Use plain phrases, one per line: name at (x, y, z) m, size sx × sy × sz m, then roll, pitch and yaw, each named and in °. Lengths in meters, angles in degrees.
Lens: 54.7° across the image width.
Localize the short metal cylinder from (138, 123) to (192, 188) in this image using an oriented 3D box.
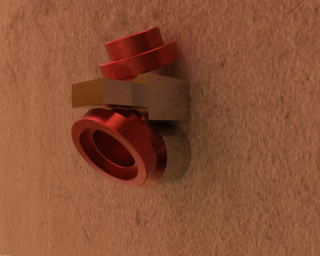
short metal cylinder at (-0.007, 0.032, 0.395) m, size 0.080 × 0.050 × 0.079 m, roll 0°, pitch 90°, yaw 39°

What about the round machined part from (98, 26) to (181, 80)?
round machined part at (-0.028, -0.092, 0.375) m, size 0.098 × 0.099 × 0.042 m, roll -3°, pitch 113°, yaw 39°

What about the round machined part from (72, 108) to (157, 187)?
round machined part at (-0.046, 0.017, 0.345) m, size 0.098 × 0.042 × 0.097 m, roll 21°, pitch 139°, yaw 20°

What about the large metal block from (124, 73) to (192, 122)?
large metal block at (-0.018, -0.032, 0.382) m, size 0.080 × 0.081 × 0.050 m, roll -2°, pitch 89°, yaw 39°

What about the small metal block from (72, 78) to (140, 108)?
small metal block at (-0.058, -0.035, 0.331) m, size 0.050 × 0.050 × 0.025 m, roll -3°, pitch 88°, yaw 40°
